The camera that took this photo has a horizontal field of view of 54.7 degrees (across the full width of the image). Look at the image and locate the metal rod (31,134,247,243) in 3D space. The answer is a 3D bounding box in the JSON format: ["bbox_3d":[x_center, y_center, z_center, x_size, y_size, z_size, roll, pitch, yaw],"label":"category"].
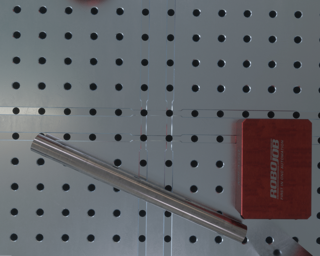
[{"bbox_3d":[-0.027,0.080,0.413,0.301,0.025,0.025,24,90,0],"label":"metal rod"}]

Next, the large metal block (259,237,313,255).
[{"bbox_3d":[0.179,0.198,0.388,0.050,0.080,0.080,-31,90,0],"label":"large metal block"}]

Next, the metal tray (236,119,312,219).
[{"bbox_3d":[0.150,0.053,0.412,0.091,0.030,0.129,0,90,0],"label":"metal tray"}]
